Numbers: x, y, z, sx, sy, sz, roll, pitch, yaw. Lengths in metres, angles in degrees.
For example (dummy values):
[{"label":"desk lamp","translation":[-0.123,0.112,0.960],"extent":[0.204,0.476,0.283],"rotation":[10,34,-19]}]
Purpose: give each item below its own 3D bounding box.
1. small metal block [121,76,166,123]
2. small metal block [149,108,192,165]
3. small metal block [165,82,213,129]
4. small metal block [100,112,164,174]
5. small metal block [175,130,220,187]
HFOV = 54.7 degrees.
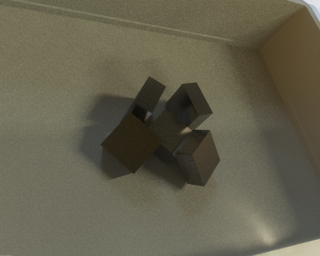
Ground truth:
[{"label":"small metal block","translation":[-0.022,-0.030,0.394],"extent":[0.025,0.050,0.050],"rotation":[32,51,-8]},{"label":"small metal block","translation":[0.009,0.011,0.402],"extent":[0.050,0.025,0.050],"rotation":[41,51,-1]},{"label":"small metal block","translation":[0.039,-0.027,0.426],"extent":[0.025,0.050,0.050],"rotation":[-12,68,-34]},{"label":"small metal block","translation":[-0.032,0.018,0.362],"extent":[0.050,0.025,0.050],"rotation":[42,84,0]},{"label":"small metal block","translation":[0.049,0.037,0.392],"extent":[0.050,0.025,0.050],"rotation":[-49,127,-40]}]
